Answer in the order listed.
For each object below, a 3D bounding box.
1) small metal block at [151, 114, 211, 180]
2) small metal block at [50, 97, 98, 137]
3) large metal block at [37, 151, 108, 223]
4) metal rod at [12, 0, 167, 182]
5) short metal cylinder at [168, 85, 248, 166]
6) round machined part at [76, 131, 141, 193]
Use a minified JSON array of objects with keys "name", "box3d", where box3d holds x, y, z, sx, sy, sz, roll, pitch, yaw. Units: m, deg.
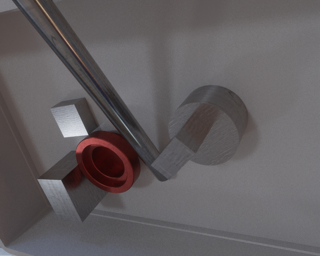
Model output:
[{"name":"small metal block","box3d":[0.022,0.020,0.327,0.025,0.050,0.050,39,129,1]},{"name":"small metal block","box3d":[-0.129,-0.015,0.465,0.050,0.025,0.050,-6,116,30]},{"name":"large metal block","box3d":[-0.134,0.091,0.498,0.050,0.080,0.080,-4,117,30]},{"name":"metal rod","box3d":[-0.049,-0.021,0.339,0.025,0.025,0.299,1,145,27]},{"name":"short metal cylinder","box3d":[0.057,-0.004,0.360,0.080,0.050,0.079,13,124,20]},{"name":"round machined part","box3d":[-0.072,0.046,0.462,0.098,0.042,0.097,13,124,20]}]
